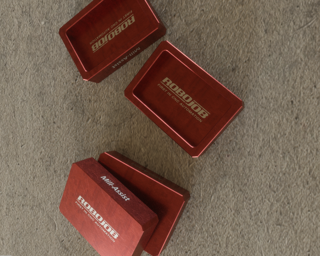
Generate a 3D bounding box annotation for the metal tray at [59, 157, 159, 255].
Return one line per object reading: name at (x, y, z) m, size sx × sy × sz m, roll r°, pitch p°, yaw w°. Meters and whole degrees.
metal tray at (-0.072, 0.111, 0.402) m, size 0.130 × 0.030 × 0.089 m, roll 36°, pitch 119°, yaw 24°

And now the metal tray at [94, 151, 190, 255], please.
metal tray at (-0.036, 0.098, 0.419) m, size 0.130 × 0.030 × 0.090 m, roll 26°, pitch 99°, yaw 18°

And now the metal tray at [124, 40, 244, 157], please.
metal tray at (0.029, -0.037, 0.395) m, size 0.130 × 0.030 × 0.090 m, roll 42°, pitch 103°, yaw 15°

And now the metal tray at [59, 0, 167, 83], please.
metal tray at (-0.068, -0.134, 0.430) m, size 0.130 × 0.030 × 0.090 m, roll -32°, pitch 80°, yaw 17°
